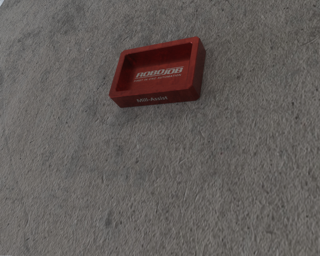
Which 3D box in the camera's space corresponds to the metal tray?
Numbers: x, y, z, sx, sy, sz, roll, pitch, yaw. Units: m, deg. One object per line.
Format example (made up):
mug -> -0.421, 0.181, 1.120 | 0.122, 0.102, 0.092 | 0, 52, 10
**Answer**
metal tray -> -0.004, -0.079, 0.451 | 0.130, 0.030, 0.090 | -3, 60, 26
